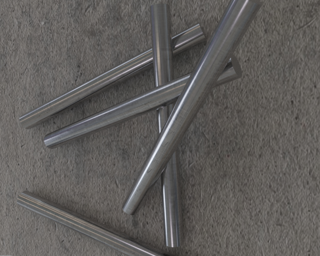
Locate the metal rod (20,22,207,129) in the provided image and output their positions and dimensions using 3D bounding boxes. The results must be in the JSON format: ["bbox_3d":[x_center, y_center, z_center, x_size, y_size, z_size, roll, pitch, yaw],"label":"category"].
[{"bbox_3d":[-0.077,-0.066,0.436,0.300,0.025,0.025,-23,82,18],"label":"metal rod"}]

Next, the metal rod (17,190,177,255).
[{"bbox_3d":[-0.077,0.150,0.436,0.301,0.025,0.025,17,96,19],"label":"metal rod"}]

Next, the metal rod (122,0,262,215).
[{"bbox_3d":[0.016,0.001,0.339,0.025,0.025,0.298,39,127,15],"label":"metal rod"}]

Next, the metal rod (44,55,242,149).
[{"bbox_3d":[-0.044,-0.021,0.388,0.300,0.025,0.025,-19,84,32],"label":"metal rod"}]

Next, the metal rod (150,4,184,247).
[{"bbox_3d":[0.009,0.001,0.389,0.025,0.025,0.298,-2,95,20],"label":"metal rod"}]
